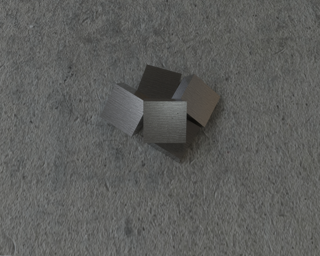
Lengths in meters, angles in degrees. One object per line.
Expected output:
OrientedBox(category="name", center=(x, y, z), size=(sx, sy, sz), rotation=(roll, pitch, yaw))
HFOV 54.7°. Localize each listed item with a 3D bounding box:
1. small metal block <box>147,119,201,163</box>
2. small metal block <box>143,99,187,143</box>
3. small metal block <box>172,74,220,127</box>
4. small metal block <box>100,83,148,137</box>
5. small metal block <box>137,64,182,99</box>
OrientedBox(category="small metal block", center=(0.017, 0.010, 0.406), size=(0.050, 0.025, 0.050), rotation=(31, 73, 10))
OrientedBox(category="small metal block", center=(0.006, -0.009, 0.374), size=(0.050, 0.025, 0.050), rotation=(0, 103, 0))
OrientedBox(category="small metal block", center=(0.045, -0.035, 0.411), size=(0.050, 0.025, 0.050), rotation=(37, 71, -23))
OrientedBox(category="small metal block", center=(-0.042, -0.025, 0.406), size=(0.050, 0.025, 0.050), rotation=(32, 109, 9))
OrientedBox(category="small metal block", center=(-0.002, -0.055, 0.430), size=(0.050, 0.025, 0.050), rotation=(16, 71, 5))
